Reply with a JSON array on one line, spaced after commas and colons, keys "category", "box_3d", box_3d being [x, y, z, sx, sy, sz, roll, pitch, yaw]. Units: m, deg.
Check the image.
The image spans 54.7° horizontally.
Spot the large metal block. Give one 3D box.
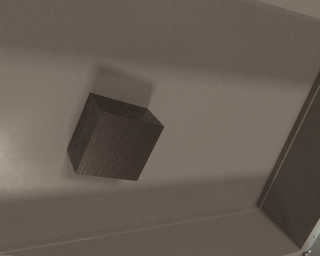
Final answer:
[{"category": "large metal block", "box_3d": [-0.055, 0.013, 0.372, 0.081, 0.050, 0.080, 14, 111, -34]}]
